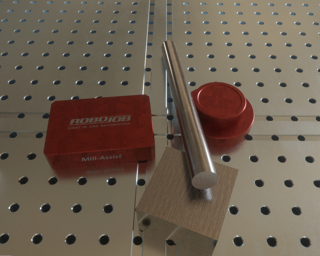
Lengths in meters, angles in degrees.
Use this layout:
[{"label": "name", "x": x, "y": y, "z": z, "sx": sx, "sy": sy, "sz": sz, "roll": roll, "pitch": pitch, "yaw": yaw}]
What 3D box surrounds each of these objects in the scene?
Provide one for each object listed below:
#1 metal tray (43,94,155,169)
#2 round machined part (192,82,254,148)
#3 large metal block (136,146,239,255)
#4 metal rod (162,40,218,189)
[{"label": "metal tray", "x": -0.075, "y": 0.002, "z": 0.402, "sx": 0.131, "sy": 0.030, "sz": 0.090, "roll": -5, "pitch": 50, "yaw": -4}, {"label": "round machined part", "x": 0.077, "y": -0.025, "z": 0.418, "sx": 0.099, "sy": 0.042, "sz": 0.098, "roll": 0, "pitch": 50, "yaw": 0}, {"label": "large metal block", "x": 0.030, "y": 0.076, "z": 0.328, "sx": 0.080, "sy": 0.050, "sz": 0.080, "roll": 18, "pitch": 52, "yaw": 14}, {"label": "metal rod", "x": 0.028, "y": -0.044, "z": 0.406, "sx": 0.025, "sy": 0.025, "sz": 0.300, "roll": -4, "pitch": 39, "yaw": -3}]
